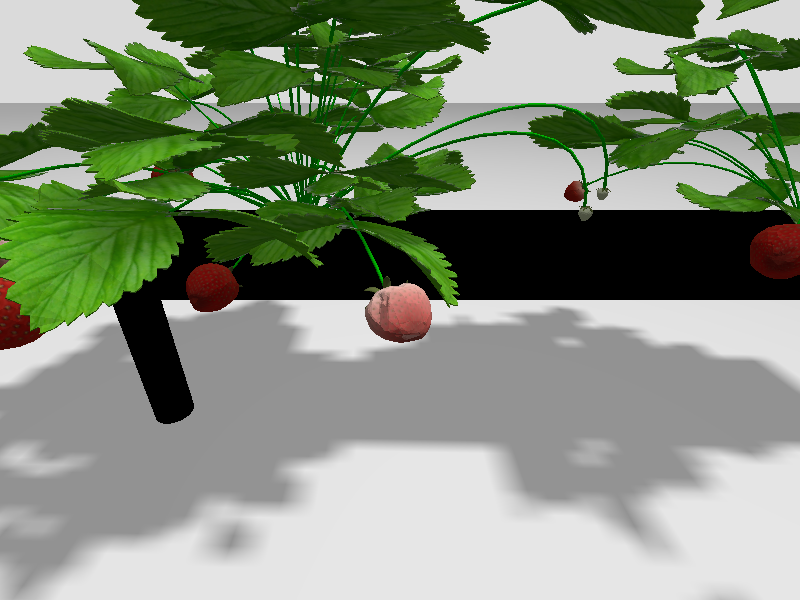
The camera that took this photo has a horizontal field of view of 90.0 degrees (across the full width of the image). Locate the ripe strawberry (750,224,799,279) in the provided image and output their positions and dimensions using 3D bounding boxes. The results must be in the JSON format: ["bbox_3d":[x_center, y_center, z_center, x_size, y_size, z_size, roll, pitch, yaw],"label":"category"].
[{"bbox_3d":[0.252,-0.031,0.263,0.039,0.038,0.036,-24,36,-36],"label":"ripe strawberry"}]

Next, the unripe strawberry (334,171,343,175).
[{"bbox_3d":[-0.081,-0.162,0.524,0.013,0.014,0.014,1,28,1],"label":"unripe strawberry"}]

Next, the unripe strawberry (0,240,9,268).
[{"bbox_3d":[-0.276,-0.036,0.278,0.033,0.029,0.033,-20,33,-17],"label":"unripe strawberry"}]

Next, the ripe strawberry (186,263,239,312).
[{"bbox_3d":[-0.107,-0.005,0.226,0.027,0.028,0.029,4,29,7],"label":"ripe strawberry"}]

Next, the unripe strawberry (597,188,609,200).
[{"bbox_3d":[0.183,-0.095,0.362,0.010,0.010,0.011,-1,28,-3],"label":"unripe strawberry"}]

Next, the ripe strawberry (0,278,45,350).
[{"bbox_3d":[-0.194,0.007,0.190,0.038,0.040,0.041,15,37,27],"label":"ripe strawberry"}]

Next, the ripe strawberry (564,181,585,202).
[{"bbox_3d":[0.195,-0.120,0.446,0.022,0.022,0.020,-25,9,40],"label":"ripe strawberry"}]

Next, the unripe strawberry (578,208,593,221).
[{"bbox_3d":[0.150,-0.069,0.325,0.011,0.011,0.010,3,28,7],"label":"unripe strawberry"}]

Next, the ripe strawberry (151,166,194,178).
[{"bbox_3d":[-0.265,-0.140,0.465,0.040,0.039,0.044,-2,21,39],"label":"ripe strawberry"}]

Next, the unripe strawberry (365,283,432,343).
[{"bbox_3d":[0.000,0.008,0.195,0.033,0.029,0.030,-13,41,-22],"label":"unripe strawberry"}]
